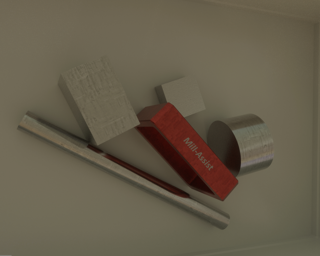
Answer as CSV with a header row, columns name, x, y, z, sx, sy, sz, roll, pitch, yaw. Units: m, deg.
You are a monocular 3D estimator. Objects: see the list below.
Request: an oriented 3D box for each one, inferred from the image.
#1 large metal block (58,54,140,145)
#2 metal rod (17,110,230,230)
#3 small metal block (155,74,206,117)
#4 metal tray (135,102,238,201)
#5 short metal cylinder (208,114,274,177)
name,x,y,z,sx,sy,sz,roll,pitch,yaw
large metal block,-0.073,-0.029,0.353,0.050,0.080,0.080,-28,100,-18
metal rod,-0.032,0.062,0.398,0.301,0.025,0.025,30,80,-18
small metal block,0.028,-0.040,0.419,0.050,0.025,0.050,-21,97,-19
metal tray,0.027,0.029,0.385,0.030,0.090,0.130,-46,105,-15
short metal cylinder,0.107,0.024,0.421,0.050,0.080,0.079,-12,95,-19
